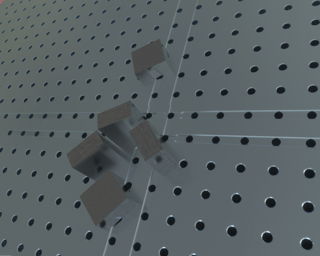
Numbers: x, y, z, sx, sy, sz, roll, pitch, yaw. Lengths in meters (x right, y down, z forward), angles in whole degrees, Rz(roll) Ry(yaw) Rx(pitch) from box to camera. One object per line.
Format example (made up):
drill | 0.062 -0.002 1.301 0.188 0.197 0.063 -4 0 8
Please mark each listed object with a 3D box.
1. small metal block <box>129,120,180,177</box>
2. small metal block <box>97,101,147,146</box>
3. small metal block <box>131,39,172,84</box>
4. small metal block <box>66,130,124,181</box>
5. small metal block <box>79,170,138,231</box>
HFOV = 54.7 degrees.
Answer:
small metal block | -0.007 0.025 0.379 0.025 0.050 0.050 -36 51 4
small metal block | -0.049 -0.005 0.420 0.050 0.050 0.025 -21 54 15
small metal block | -0.014 -0.103 0.477 0.050 0.025 0.050 -22 54 14
small metal block | -0.085 0.038 0.412 0.050 0.050 0.025 -38 51 2
small metal block | -0.064 0.089 0.386 0.050 0.025 0.050 -42 51 -2
